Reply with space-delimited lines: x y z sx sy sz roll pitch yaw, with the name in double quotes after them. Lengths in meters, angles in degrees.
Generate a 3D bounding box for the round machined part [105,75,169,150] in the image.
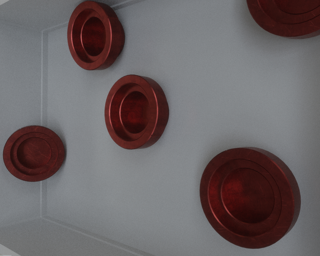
-0.027 -0.021 0.418 0.098 0.042 0.097 0 90 40 "round machined part"

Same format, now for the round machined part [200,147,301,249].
0.094 0.068 0.319 0.098 0.042 0.097 0 90 40 "round machined part"

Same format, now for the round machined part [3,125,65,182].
-0.224 0.043 0.552 0.042 0.099 0.097 -170 83 -66 "round machined part"

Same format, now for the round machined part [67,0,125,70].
-0.092 -0.136 0.465 0.098 0.042 0.097 9 104 37 "round machined part"

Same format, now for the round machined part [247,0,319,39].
0.133 -0.131 0.281 0.098 0.042 0.097 7 100 41 "round machined part"
